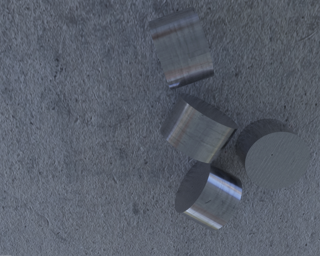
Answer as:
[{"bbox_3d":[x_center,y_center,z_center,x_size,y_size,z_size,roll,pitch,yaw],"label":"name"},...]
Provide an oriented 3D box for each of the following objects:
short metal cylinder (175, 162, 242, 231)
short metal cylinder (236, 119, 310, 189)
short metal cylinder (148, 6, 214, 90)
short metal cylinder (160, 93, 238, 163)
[{"bbox_3d":[0.063,0.088,0.413,0.050,0.080,0.080,32,107,-11],"label":"short metal cylinder"},{"bbox_3d":[0.146,0.033,0.410,0.081,0.050,0.079,0,110,0],"label":"short metal cylinder"},{"bbox_3d":[0.024,-0.088,0.348,0.050,0.080,0.080,-18,109,6],"label":"short metal cylinder"},{"bbox_3d":[0.048,-0.001,0.380,0.080,0.080,0.050,27,108,-10],"label":"short metal cylinder"}]
